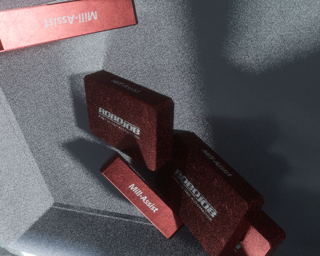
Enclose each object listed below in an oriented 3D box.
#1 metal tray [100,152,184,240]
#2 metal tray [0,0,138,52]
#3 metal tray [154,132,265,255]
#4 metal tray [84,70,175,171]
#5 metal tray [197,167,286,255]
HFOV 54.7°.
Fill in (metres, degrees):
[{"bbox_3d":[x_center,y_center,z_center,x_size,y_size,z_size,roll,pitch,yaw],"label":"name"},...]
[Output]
[{"bbox_3d":[-0.027,0.091,0.440,0.130,0.030,0.090,46,173,-4],"label":"metal tray"},{"bbox_3d":[-0.100,-0.105,0.308,0.090,0.131,0.030,24,130,57],"label":"metal tray"},{"bbox_3d":[0.051,0.076,0.375,0.130,0.030,0.089,46,127,39],"label":"metal tray"},{"bbox_3d":[-0.042,-0.013,0.395,0.130,0.030,0.089,27,130,34],"label":"metal tray"},{"bbox_3d":[0.083,0.118,0.396,0.130,0.030,0.089,45,134,34],"label":"metal tray"}]
